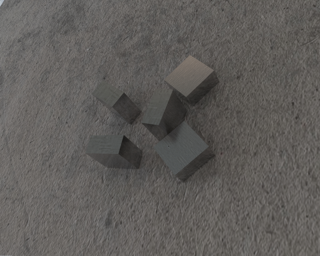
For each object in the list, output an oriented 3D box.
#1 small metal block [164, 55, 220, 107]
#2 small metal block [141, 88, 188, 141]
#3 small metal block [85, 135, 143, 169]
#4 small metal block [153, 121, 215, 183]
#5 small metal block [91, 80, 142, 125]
[{"bbox_3d":[0.043,-0.064,0.421,0.050,0.025,0.050,-44,51,-2],"label":"small metal block"},{"bbox_3d":[0.007,-0.015,0.393,0.025,0.050,0.050,8,66,32],"label":"small metal block"},{"bbox_3d":[-0.058,0.032,0.399,0.050,0.050,0.025,-2,61,27],"label":"small metal block"},{"bbox_3d":[0.028,0.028,0.372,0.050,0.025,0.050,-41,51,0],"label":"small metal block"},{"bbox_3d":[-0.062,-0.036,0.442,0.050,0.050,0.025,32,80,38],"label":"small metal block"}]
